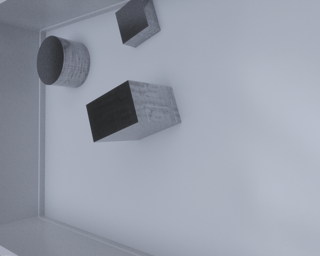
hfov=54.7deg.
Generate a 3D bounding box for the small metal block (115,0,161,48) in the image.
[{"bbox_3d":[-0.031,-0.148,0.431,0.050,0.025,0.050,-23,76,37],"label":"small metal block"}]

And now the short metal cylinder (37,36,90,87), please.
[{"bbox_3d":[-0.163,-0.110,0.522,0.080,0.050,0.079,0,90,39],"label":"short metal cylinder"}]

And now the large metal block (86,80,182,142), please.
[{"bbox_3d":[-0.033,-0.018,0.396,0.080,0.081,0.050,-23,76,37],"label":"large metal block"}]
